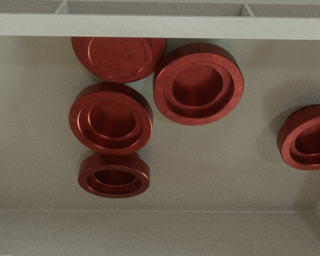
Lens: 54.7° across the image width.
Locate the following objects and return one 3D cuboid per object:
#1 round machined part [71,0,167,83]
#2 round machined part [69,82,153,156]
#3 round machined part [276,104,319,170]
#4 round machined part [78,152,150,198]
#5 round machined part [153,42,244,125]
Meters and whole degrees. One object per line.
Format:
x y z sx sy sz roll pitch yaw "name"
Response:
-0.042 -0.086 0.321 0.099 0.042 0.097 -1 134 0 "round machined part"
-0.057 -0.015 0.381 0.099 0.042 0.097 2 129 3 "round machined part"
0.203 0.008 0.406 0.099 0.042 0.097 0 130 0 "round machined part"
-0.063 0.060 0.440 0.099 0.042 0.097 -1 143 0 "round machined part"
0.041 -0.052 0.351 0.099 0.042 0.097 -2 132 -2 "round machined part"
